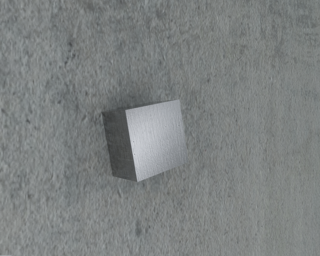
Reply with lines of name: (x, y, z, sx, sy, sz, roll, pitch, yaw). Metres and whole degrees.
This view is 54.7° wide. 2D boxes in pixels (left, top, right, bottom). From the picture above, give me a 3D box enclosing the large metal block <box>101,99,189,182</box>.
large metal block: (-0.017, 0.012, 0.376, 0.081, 0.050, 0.079, -15, 100, -39)
